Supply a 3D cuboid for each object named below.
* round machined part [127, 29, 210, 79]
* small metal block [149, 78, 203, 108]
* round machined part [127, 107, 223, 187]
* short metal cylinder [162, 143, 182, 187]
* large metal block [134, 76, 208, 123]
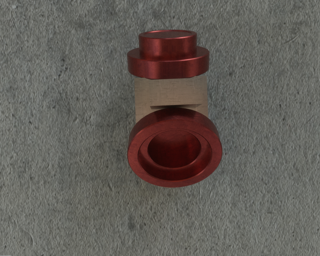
[{"bbox_3d":[0.010,-0.092,0.371,0.099,0.098,0.042,-2,115,-1],"label":"round machined part"},{"bbox_3d":[0.015,-0.034,0.318,0.050,0.050,0.025,-3,90,0],"label":"small metal block"},{"bbox_3d":[0.015,0.017,0.337,0.099,0.042,0.097,-1,129,-1],"label":"round machined part"},{"bbox_3d":[0.013,0.033,0.400,0.081,0.050,0.079,0,90,-1],"label":"short metal cylinder"},{"bbox_3d":[0.012,-0.032,0.383,0.081,0.080,0.050,-2,90,-1],"label":"large metal block"}]
